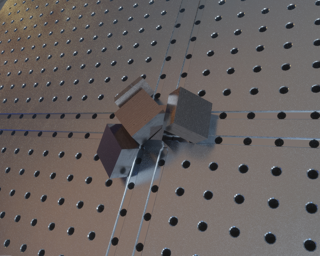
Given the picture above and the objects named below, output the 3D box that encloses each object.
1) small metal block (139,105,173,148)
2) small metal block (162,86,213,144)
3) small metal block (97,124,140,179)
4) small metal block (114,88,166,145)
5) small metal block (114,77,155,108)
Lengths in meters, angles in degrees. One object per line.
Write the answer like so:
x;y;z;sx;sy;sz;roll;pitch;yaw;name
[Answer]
-0.009;-0.003;0.416;0.050;0.025;0.050;2;65;29;small metal block
0.034;-0.015;0.381;0.025;0.050;0.050;-29;43;53;small metal block
-0.056;0.029;0.404;0.050;0.025;0.050;53;130;39;small metal block
-0.023;-0.015;0.398;0.050;0.025;0.050;-41;51;-1;small metal block
-0.038;-0.047;0.442;0.050;0.025;0.050;-40;15;1;small metal block
